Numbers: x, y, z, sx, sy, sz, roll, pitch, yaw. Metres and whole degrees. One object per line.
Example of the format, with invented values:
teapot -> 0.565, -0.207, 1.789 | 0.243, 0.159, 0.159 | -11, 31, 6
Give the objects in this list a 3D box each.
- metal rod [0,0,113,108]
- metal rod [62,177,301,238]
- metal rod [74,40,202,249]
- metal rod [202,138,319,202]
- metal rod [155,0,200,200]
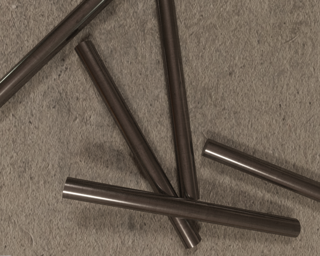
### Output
metal rod -> -0.158, -0.095, 0.407 | 0.300, 0.025, 0.025 | -44, 91, -1
metal rod -> 0.035, 0.101, 0.387 | 0.302, 0.025, 0.025 | 12, 90, -10
metal rod -> -0.029, 0.022, 0.409 | 0.025, 0.025, 0.299 | -29, 90, 0
metal rod -> 0.200, 0.081, 0.412 | 0.301, 0.025, 0.025 | 22, 90, -1
metal rod -> 0.021, -0.053, 0.410 | 0.025, 0.025, 0.298 | -7, 90, 0
